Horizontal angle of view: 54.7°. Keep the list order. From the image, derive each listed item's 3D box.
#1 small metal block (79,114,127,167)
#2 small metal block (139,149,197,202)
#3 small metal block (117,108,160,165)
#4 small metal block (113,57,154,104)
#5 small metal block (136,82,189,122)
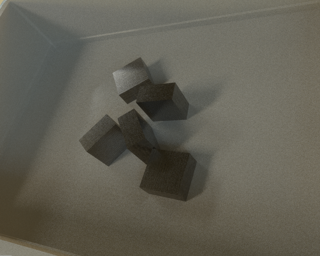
[{"bbox_3d":[-0.070,0.017,0.414,0.050,0.050,0.025,-44,51,-2],"label":"small metal block"},{"bbox_3d":[0.010,0.055,0.366,0.050,0.025,0.050,5,64,30],"label":"small metal block"},{"bbox_3d":[-0.025,0.011,0.394,0.025,0.050,0.050,-30,52,9],"label":"small metal block"},{"bbox_3d":[-0.039,-0.072,0.469,0.050,0.025,0.050,-28,52,10],"label":"small metal block"},{"bbox_3d":[0.005,-0.033,0.406,0.050,0.050,0.025,-3,61,26],"label":"small metal block"}]
